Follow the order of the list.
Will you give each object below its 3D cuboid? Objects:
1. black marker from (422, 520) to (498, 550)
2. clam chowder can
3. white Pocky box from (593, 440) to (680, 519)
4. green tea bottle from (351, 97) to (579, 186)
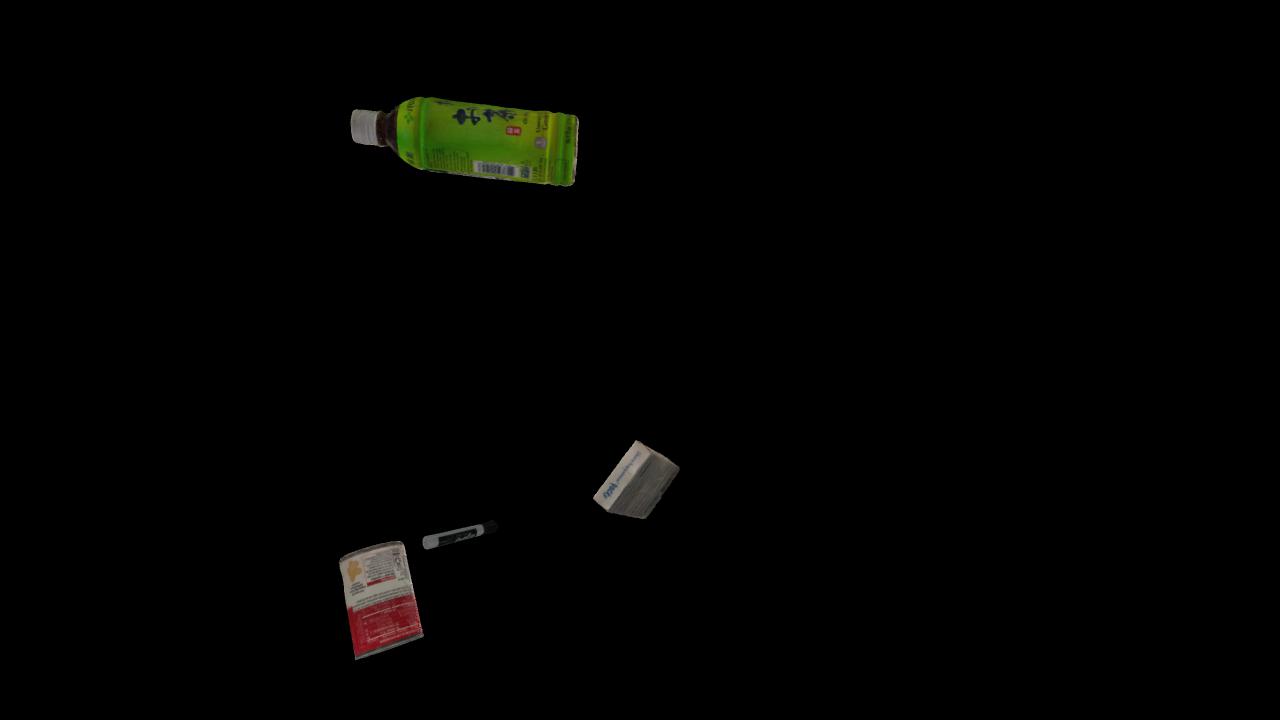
[{"bbox_3d":[-0.262,0.258,0.911,0.020,0.020,0.121,0,0,41],"label":"black marker"},{"bbox_3d":[-0.273,0.251,0.649,0.068,0.102,0.068,-18,-18,-6],"label":"clam chowder can"},{"bbox_3d":[0.001,0.149,0.744,0.028,0.084,0.154,35,-4,23],"label":"white Pocky box"},{"bbox_3d":[-0.167,-0.214,0.600,0.212,0.073,0.073,2,0,-10],"label":"green tea bottle"}]
